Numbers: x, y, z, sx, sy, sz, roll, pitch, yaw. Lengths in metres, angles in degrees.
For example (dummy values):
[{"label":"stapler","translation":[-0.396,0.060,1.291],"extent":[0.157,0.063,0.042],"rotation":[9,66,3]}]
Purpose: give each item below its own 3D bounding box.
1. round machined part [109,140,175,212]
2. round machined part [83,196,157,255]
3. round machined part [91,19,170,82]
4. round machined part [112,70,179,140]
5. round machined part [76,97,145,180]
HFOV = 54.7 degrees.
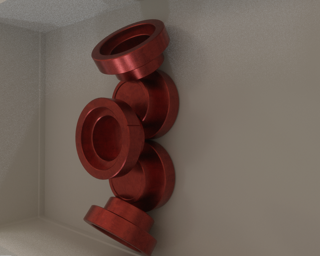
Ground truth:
[{"label":"round machined part","translation":[-0.031,0.065,0.417],"extent":[0.098,0.042,0.097],"rotation":[0,90,39]},{"label":"round machined part","translation":[-0.047,0.125,0.407],"extent":[0.098,0.098,0.042],"rotation":[8,58,39]},{"label":"round machined part","translation":[-0.033,-0.095,0.395],"extent":[0.098,0.098,0.042],"rotation":[9,138,39]},{"label":"round machined part","translation":[-0.027,-0.033,0.413],"extent":[0.098,0.042,0.097],"rotation":[0,90,39]},{"label":"round machined part","translation":[-0.058,0.012,0.383],"extent":[0.098,0.042,0.097],"rotation":[0,90,39]}]
